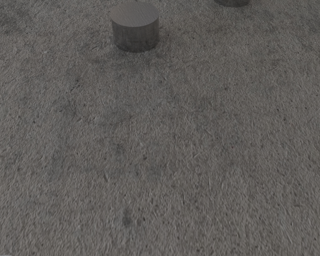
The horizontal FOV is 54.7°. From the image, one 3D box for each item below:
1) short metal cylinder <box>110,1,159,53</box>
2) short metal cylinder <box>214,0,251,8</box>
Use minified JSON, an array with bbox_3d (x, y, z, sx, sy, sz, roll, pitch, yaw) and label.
[{"bbox_3d":[-0.042,-0.174,0.533,0.080,0.050,0.080,0,50,0],"label":"short metal cylinder"},{"bbox_3d":[0.150,-0.290,0.631,0.080,0.050,0.080,0,50,0],"label":"short metal cylinder"}]
